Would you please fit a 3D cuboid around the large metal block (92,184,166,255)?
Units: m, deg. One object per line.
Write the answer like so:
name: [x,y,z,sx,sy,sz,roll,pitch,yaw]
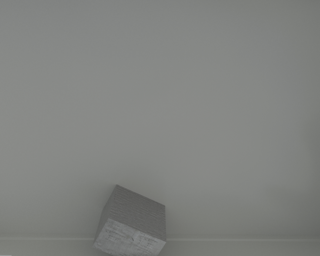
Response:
large metal block: [-0.039,0.134,0.431,0.080,0.080,0.050,26,108,-10]
